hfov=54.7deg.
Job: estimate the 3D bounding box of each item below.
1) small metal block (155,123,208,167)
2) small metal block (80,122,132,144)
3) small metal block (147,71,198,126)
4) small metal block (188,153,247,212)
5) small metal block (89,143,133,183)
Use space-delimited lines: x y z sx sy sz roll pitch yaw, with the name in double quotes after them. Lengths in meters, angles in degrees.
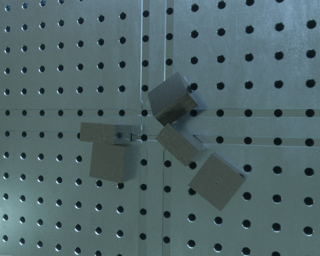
0.028 0.019 0.389 0.050 0.050 0.025 42 103 14 "small metal block"
-0.073 0.006 0.424 0.050 0.050 0.025 4 92 19 "small metal block"
0.015 -0.037 0.393 0.050 0.025 0.050 -34 38 16 "small metal block"
0.072 0.066 0.387 0.050 0.025 0.050 37 102 15 "small metal block"
-0.068 0.047 0.436 0.050 0.025 0.050 8 93 19 "small metal block"
